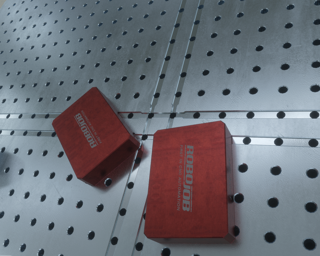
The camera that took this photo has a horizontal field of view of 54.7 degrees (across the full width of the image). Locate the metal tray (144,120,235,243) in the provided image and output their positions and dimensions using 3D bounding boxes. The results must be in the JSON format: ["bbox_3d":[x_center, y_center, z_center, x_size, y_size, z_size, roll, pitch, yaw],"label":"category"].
[{"bbox_3d":[0.034,0.060,0.350,0.090,0.030,0.130,-9,58,23],"label":"metal tray"}]

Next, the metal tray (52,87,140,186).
[{"bbox_3d":[-0.097,0.008,0.451,0.090,0.030,0.130,-40,51,0],"label":"metal tray"}]
